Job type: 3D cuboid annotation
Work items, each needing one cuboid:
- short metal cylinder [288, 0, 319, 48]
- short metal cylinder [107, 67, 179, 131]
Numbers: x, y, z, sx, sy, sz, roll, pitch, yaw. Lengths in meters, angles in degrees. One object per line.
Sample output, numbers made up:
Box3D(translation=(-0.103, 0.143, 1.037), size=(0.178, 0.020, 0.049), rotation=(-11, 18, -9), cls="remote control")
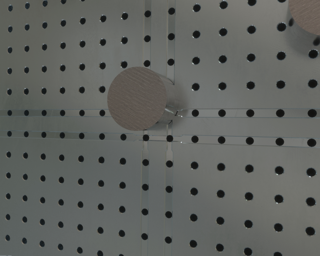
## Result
Box3D(translation=(0.182, -0.133, 0.335), size=(0.080, 0.050, 0.079), rotation=(0, 90, 20), cls="short metal cylinder")
Box3D(translation=(-0.021, -0.036, 0.407), size=(0.080, 0.050, 0.079), rotation=(0, 90, 20), cls="short metal cylinder")
